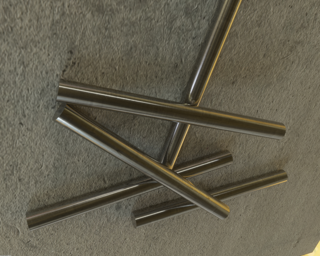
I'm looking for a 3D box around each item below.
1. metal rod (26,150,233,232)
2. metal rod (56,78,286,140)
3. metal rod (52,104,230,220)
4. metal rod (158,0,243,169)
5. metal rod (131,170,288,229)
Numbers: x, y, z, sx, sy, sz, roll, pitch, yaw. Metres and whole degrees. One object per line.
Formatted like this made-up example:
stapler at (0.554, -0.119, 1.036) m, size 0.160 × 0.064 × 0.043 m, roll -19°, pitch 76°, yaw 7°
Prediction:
metal rod at (-0.028, 0.082, 0.441) m, size 0.302 × 0.025 × 0.025 m, roll -15°, pitch 125°, yaw -20°
metal rod at (0.031, -0.018, 0.382) m, size 0.302 × 0.025 × 0.025 m, roll 9°, pitch 114°, yaw -22°
metal rod at (-0.005, 0.057, 0.413) m, size 0.301 × 0.025 × 0.025 m, roll 36°, pitch 98°, yaw -31°
metal rod at (0.056, -0.078, 0.388) m, size 0.025 × 0.025 × 0.298 m, roll 7°, pitch 115°, yaw -32°
metal rod at (0.097, 0.116, 0.530) m, size 0.303 × 0.025 × 0.025 m, roll -10°, pitch 123°, yaw -23°
